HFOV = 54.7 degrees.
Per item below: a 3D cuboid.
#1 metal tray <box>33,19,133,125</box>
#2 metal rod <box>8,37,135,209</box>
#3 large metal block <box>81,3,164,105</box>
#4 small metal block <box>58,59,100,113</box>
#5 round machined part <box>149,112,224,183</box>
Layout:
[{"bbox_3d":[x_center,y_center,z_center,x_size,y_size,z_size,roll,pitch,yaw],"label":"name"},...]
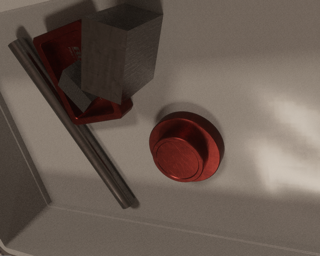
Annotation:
[{"bbox_3d":[-0.101,-0.071,0.412,0.090,0.030,0.129,-8,115,31],"label":"metal tray"},{"bbox_3d":[-0.128,0.002,0.474,0.025,0.025,0.299,-21,108,35],"label":"metal rod"},{"bbox_3d":[-0.041,-0.084,0.342,0.050,0.080,0.079,21,126,15],"label":"large metal block"},{"bbox_3d":[-0.102,-0.052,0.400,0.050,0.025,0.050,48,152,-6],"label":"small metal block"},{"bbox_3d":[0.030,0.031,0.400,0.098,0.042,0.097,13,124,20],"label":"round machined part"}]
